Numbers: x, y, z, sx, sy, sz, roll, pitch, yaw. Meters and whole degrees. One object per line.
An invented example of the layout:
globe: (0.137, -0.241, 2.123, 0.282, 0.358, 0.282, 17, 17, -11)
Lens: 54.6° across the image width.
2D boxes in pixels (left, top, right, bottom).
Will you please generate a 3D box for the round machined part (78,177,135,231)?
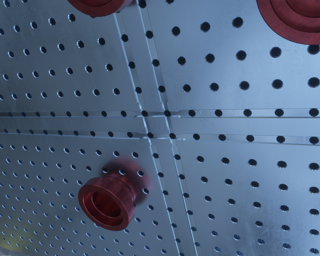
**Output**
round machined part: (-0.085, 0.122, 0.521, 0.098, 0.042, 0.097, 13, 124, 21)

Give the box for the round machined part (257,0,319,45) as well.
round machined part: (0.133, -0.122, 0.255, 0.098, 0.042, 0.097, 13, 124, 21)

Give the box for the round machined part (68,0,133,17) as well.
round machined part: (-0.062, -0.172, 0.327, 0.098, 0.042, 0.097, 13, 124, 21)
